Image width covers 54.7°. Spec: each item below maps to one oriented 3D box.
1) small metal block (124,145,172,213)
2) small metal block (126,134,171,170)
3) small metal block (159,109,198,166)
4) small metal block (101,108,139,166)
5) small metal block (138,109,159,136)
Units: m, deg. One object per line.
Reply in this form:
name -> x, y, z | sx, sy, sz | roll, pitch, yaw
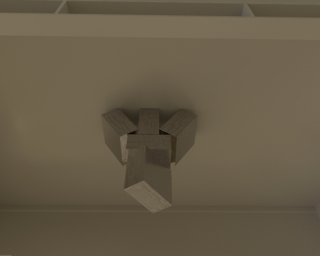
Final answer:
small metal block -> -0.012, 0.056, 0.338 | 0.025, 0.050, 0.050 | -28, 125, 22
small metal block -> -0.013, 0.035, 0.369 | 0.050, 0.025, 0.050 | 0, 130, -1
small metal block -> 0.023, 0.012, 0.398 | 0.025, 0.050, 0.050 | 24, 135, 25
small metal block -> -0.050, 0.011, 0.395 | 0.025, 0.050, 0.050 | -23, 136, -25
small metal block -> -0.014, 0.010, 0.398 | 0.025, 0.050, 0.050 | 1, 130, -1
